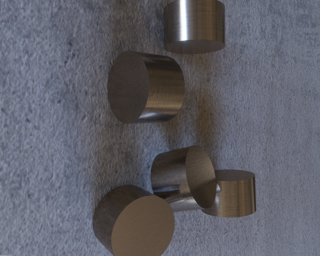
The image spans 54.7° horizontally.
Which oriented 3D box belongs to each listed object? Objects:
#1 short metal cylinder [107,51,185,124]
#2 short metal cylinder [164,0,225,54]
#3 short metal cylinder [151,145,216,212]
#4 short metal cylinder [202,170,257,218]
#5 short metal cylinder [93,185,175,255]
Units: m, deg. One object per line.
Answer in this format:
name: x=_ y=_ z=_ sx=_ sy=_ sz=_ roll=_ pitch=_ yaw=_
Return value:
short metal cylinder: x=-0.018 y=-0.045 z=0.356 sx=0.050 sy=0.080 sz=0.079 roll=-3 pitch=92 yaw=-40
short metal cylinder: x=0.045 y=-0.131 z=0.409 sx=0.081 sy=0.080 sz=0.050 roll=-2 pitch=91 yaw=-40
short metal cylinder: x=0.032 y=0.066 z=0.401 sx=0.080 sy=0.050 sz=0.080 roll=31 pitch=51 yaw=-48
short metal cylinder: x=0.099 y=0.093 z=0.455 sx=0.081 sy=0.080 sz=0.050 roll=-6 pitch=94 yaw=-40
short metal cylinder: x=-0.030 y=0.111 z=0.359 sx=0.081 sy=0.050 sz=0.079 roll=-4 pitch=97 yaw=-34
